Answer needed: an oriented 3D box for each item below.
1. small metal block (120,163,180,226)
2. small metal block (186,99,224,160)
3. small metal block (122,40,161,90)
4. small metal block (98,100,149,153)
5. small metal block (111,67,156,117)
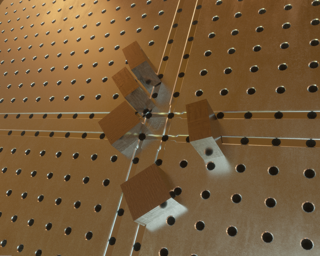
[{"bbox_3d":[-0.013,0.078,0.366,0.050,0.025,0.050,-33,52,6],"label":"small metal block"},{"bbox_3d":[0.053,0.003,0.362,0.025,0.050,0.050,-16,56,19],"label":"small metal block"},{"bbox_3d":[-0.027,-0.093,0.462,0.025,0.050,0.050,-31,52,8],"label":"small metal block"},{"bbox_3d":[-0.052,-0.003,0.436,0.050,0.025,0.050,-39,51,1],"label":"small metal block"},{"bbox_3d":[-0.038,-0.052,0.442,0.025,0.050,0.050,-37,51,4],"label":"small metal block"}]
